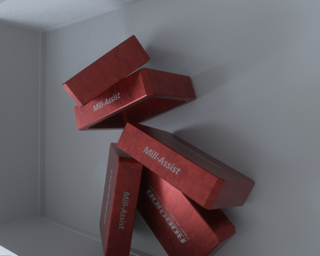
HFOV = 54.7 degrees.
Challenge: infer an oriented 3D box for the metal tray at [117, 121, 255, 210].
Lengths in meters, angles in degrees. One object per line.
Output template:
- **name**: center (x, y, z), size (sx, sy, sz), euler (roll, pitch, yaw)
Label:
- **metal tray**: center (0.027, 0.038, 0.338), size (0.130, 0.090, 0.030), euler (30, 98, 35)

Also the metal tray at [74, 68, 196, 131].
- **metal tray**: center (-0.033, -0.030, 0.389), size (0.130, 0.091, 0.030), euler (-22, 77, 37)

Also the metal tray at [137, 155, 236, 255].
- **metal tray**: center (0.019, 0.098, 0.374), size (0.130, 0.030, 0.089), euler (50, 132, 28)

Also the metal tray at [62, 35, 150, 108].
- **metal tray**: center (-0.063, -0.073, 0.377), size (0.090, 0.130, 0.030), euler (-34, 107, 2)

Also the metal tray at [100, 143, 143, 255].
- **metal tray**: center (-0.055, 0.092, 0.417), size (0.090, 0.030, 0.129), euler (-148, 66, -72)
